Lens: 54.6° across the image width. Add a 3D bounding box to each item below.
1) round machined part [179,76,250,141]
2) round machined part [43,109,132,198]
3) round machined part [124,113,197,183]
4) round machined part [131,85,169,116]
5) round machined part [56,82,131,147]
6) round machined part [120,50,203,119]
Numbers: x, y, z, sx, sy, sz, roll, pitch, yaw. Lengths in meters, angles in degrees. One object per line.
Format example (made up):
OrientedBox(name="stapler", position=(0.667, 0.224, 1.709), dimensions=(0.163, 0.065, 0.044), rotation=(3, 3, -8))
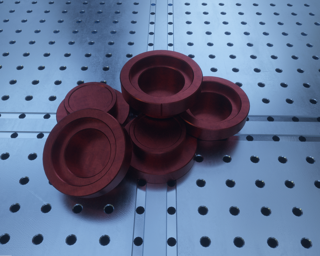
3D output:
OrientedBox(name="round machined part", position=(0.066, -0.022, 0.415), dimensions=(0.099, 0.042, 0.098), rotation=(0, 50, 0))
OrientedBox(name="round machined part", position=(-0.078, 0.030, 0.354), dimensions=(0.098, 0.042, 0.098), rotation=(-4, 72, 13))
OrientedBox(name="round machined part", position=(-0.003, 0.015, 0.383), dimensions=(0.099, 0.042, 0.098), rotation=(0, 50, 0))
OrientedBox(name="round machined part", position=(-0.003, -0.060, 0.447), dimensions=(0.099, 0.042, 0.098), rotation=(0, 50, 0))
OrientedBox(name="round machined part", position=(-0.090, -0.024, 0.417), dimensions=(0.099, 0.042, 0.098), rotation=(0, 50, 0))
OrientedBox(name="round machined part", position=(0.002, -0.050, 0.383), dimensions=(0.099, 0.042, 0.098), rotation=(0, 50, 0))
